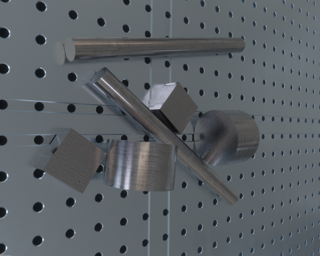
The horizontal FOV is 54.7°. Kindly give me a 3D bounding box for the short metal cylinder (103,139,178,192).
[{"bbox_3d":[-0.022,0.041,0.355,0.081,0.080,0.050,8,85,-40],"label":"short metal cylinder"}]

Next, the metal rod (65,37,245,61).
[{"bbox_3d":[0.018,-0.111,0.424,0.302,0.025,0.025,-14,99,-39],"label":"metal rod"}]

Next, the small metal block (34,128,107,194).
[{"bbox_3d":[-0.094,0.034,0.330,0.050,0.025,0.050,42,64,-32],"label":"small metal block"}]

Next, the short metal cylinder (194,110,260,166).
[{"bbox_3d":[0.097,0.013,0.455,0.050,0.080,0.079,-3,92,-40],"label":"short metal cylinder"}]

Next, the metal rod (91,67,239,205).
[{"bbox_3d":[0.024,0.028,0.429,0.300,0.025,0.025,43,64,-32],"label":"metal rod"}]

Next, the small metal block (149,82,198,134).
[{"bbox_3d":[0.019,-0.027,0.425,0.050,0.025,0.050,48,61,-29],"label":"small metal block"}]
